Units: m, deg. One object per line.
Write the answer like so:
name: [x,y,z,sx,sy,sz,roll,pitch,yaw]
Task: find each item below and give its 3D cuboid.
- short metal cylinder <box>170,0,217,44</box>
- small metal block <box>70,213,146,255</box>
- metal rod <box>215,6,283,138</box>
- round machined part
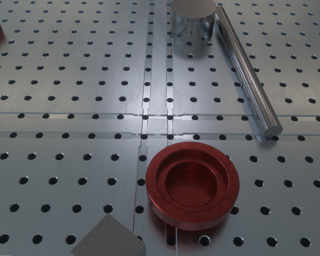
short metal cylinder: [0.058,-0.196,0.557,0.081,0.050,0.080,0,50,0]
small metal block: [-0.049,0.122,0.305,0.050,0.025,0.050,32,57,24]
metal rod: [0.130,-0.109,0.499,0.025,0.025,0.300,-5,50,-5]
round machined part: [0.034,0.066,0.341,0.099,0.042,0.098,0,50,0]
